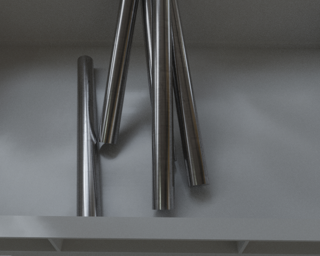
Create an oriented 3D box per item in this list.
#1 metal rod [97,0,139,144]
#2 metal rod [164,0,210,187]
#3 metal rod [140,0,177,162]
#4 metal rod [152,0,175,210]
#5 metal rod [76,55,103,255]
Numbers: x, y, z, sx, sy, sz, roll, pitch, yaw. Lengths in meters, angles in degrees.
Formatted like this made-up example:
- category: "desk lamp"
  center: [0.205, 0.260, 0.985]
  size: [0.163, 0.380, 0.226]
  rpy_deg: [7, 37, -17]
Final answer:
- category: "metal rod"
  center: [-0.047, -0.128, 0.406]
  size: [0.025, 0.025, 0.298]
  rpy_deg: [7, 84, 6]
- category: "metal rod"
  center: [0.025, -0.076, 0.396]
  size: [0.025, 0.025, 0.299]
  rpy_deg: [-6, 73, -5]
- category: "metal rod"
  center: [-0.007, -0.104, 0.409]
  size: [0.025, 0.025, 0.299]
  rpy_deg: [-5, 76, -4]
- category: "metal rod"
  center: [0.003, -0.057, 0.371]
  size: [0.025, 0.025, 0.299]
  rpy_deg: [0, 76, 0]
- category: "metal rod"
  center: [-0.094, 0.008, 0.397]
  size: [0.025, 0.025, 0.300]
  rpy_deg: [-7, 50, -6]
